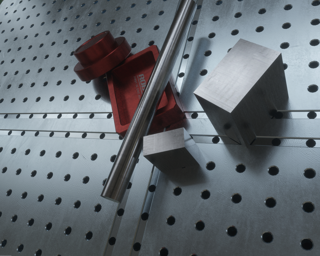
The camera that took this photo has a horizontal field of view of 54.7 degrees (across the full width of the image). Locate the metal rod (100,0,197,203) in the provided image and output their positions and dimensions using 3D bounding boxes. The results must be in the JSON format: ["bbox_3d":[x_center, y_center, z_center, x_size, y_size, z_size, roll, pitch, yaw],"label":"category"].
[{"bbox_3d":[-0.006,-0.051,0.401,0.025,0.025,0.300,7,65,31],"label":"metal rod"}]

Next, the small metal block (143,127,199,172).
[{"bbox_3d":[0.014,0.027,0.367,0.050,0.050,0.025,-14,56,20],"label":"small metal block"}]

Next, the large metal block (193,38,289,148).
[{"bbox_3d":[0.094,-0.037,0.346,0.080,0.080,0.050,-49,52,-7],"label":"large metal block"}]

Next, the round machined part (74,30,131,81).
[{"bbox_3d":[-0.099,-0.121,0.499,0.098,0.042,0.098,-24,29,15],"label":"round machined part"}]

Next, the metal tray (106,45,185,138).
[{"bbox_3d":[-0.026,-0.052,0.449,0.090,0.030,0.130,-25,53,12],"label":"metal tray"}]
